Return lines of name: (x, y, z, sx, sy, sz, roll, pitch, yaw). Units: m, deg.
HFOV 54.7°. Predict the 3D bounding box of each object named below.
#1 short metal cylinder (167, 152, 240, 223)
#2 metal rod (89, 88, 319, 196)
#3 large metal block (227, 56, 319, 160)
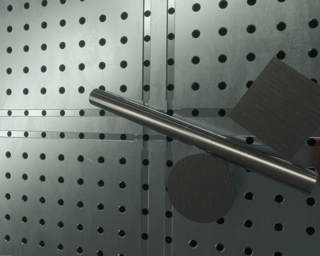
short metal cylinder: (0.055, 0.069, 0.380, 0.080, 0.050, 0.079, 0, 91, 20)
metal rod: (0.031, 0.006, 0.377, 0.300, 0.025, 0.025, 22, 98, 27)
large metal block: (0.137, -0.021, 0.351, 0.080, 0.050, 0.080, 39, 102, 15)
